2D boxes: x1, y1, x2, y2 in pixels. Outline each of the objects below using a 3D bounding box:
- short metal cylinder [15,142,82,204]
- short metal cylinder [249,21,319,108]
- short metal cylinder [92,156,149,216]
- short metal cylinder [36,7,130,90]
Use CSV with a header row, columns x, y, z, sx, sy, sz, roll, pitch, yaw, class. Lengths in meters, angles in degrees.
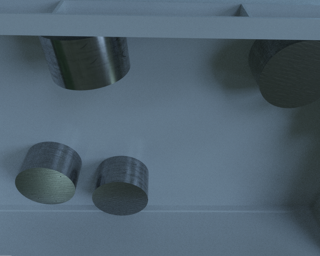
x,y,z,sx,sy,sz,roll,pitch,yaw,class
-0.158,0.066,0.446,0.081,0.050,0.079,0,130,0,short metal cylinder
0.143,-0.068,0.337,0.081,0.050,0.079,0,130,0,short metal cylinder
-0.058,0.088,0.467,0.081,0.050,0.079,0,130,0,short metal cylinder
-0.072,-0.080,0.304,0.080,0.080,0.050,-3,130,2,short metal cylinder
